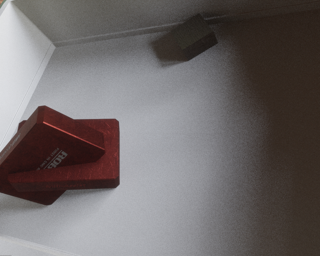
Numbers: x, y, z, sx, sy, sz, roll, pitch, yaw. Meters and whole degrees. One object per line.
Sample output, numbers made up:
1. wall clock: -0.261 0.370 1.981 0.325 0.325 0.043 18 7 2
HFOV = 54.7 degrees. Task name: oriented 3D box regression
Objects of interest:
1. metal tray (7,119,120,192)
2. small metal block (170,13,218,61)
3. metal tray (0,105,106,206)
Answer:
1. metal tray: -0.119 0.033 0.405 0.131 0.030 0.090 -1 57 -6
2. small metal block: 0.051 -0.136 0.461 0.050 0.025 0.050 -30 52 8
3. metal tray: -0.142 0.040 0.386 0.130 0.090 0.030 -42 39 22
